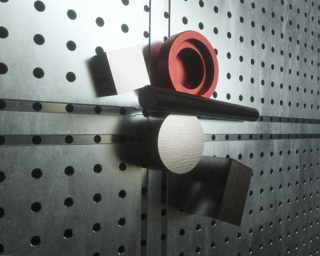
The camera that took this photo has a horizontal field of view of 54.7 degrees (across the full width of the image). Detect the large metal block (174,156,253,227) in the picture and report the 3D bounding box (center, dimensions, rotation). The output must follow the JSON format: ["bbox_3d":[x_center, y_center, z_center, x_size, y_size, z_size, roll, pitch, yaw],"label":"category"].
[{"bbox_3d":[0.075,0.085,0.439,0.050,0.080,0.080,28,72,-37],"label":"large metal block"}]

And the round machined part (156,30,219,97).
[{"bbox_3d":[0.034,-0.081,0.428,0.099,0.042,0.097,0,90,-40],"label":"round machined part"}]

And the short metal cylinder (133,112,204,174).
[{"bbox_3d":[0.012,0.017,0.405,0.081,0.050,0.079,0,90,-40],"label":"short metal cylinder"}]

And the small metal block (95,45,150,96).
[{"bbox_3d":[-0.044,-0.069,0.374,0.050,0.025,0.050,-24,105,-38],"label":"small metal block"}]

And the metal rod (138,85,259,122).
[{"bbox_3d":[0.076,-0.027,0.429,0.302,0.025,0.025,2,89,-54],"label":"metal rod"}]
